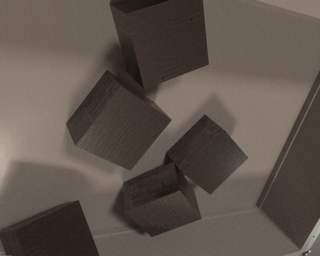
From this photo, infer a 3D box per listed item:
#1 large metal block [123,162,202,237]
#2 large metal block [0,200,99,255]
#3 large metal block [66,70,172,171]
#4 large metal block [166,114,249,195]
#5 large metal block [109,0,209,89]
[{"bbox_3d":[0.003,0.105,0.445,0.080,0.050,0.080,-24,130,11],"label":"large metal block"},{"bbox_3d":[-0.129,0.142,0.368,0.081,0.050,0.080,-19,87,-49],"label":"large metal block"},{"bbox_3d":[-0.048,-0.007,0.363,0.080,0.050,0.080,32,100,-39],"label":"large metal block"},{"bbox_3d":[0.071,0.040,0.458,0.080,0.050,0.080,-45,130,3],"label":"large metal block"},{"bbox_3d":[0.001,-0.099,0.333,0.081,0.050,0.080,-23,127,-15],"label":"large metal block"}]
